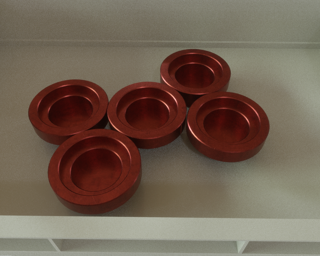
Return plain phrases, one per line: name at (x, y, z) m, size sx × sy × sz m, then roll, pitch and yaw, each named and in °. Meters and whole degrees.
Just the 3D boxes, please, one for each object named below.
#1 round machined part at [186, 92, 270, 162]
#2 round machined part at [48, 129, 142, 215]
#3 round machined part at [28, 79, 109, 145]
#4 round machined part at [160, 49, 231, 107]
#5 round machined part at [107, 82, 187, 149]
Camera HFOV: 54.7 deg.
round machined part at (0.082, 0.003, 0.389) m, size 0.099 × 0.042 × 0.098 m, roll 0°, pitch 50°, yaw 0°
round machined part at (-0.069, 0.051, 0.346) m, size 0.099 × 0.042 × 0.098 m, roll 0°, pitch 50°, yaw 0°
round machined part at (-0.114, -0.016, 0.403) m, size 0.099 × 0.042 × 0.098 m, roll 0°, pitch 50°, yaw 0°
round machined part at (0.050, -0.068, 0.448) m, size 0.099 × 0.042 × 0.098 m, roll 0°, pitch 50°, yaw 0°
round machined part at (-0.016, -0.012, 0.399) m, size 0.099 × 0.042 × 0.098 m, roll 0°, pitch 50°, yaw 0°
